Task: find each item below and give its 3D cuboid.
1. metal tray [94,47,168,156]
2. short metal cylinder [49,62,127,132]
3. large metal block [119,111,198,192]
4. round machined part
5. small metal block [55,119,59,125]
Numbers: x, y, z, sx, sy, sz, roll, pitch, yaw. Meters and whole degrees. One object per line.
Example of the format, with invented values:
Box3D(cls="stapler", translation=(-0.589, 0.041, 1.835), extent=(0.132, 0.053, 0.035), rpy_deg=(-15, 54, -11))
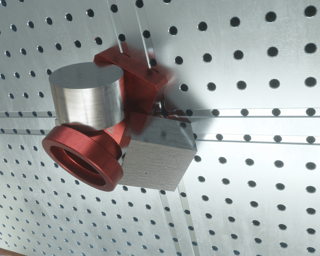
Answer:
Box3D(cls="metal tray", translation=(-0.054, -0.030, 0.417), extent=(0.090, 0.030, 0.129), rpy_deg=(30, 128, 8))
Box3D(cls="short metal cylinder", translation=(-0.080, -0.038, 0.353), extent=(0.080, 0.080, 0.050), rpy_deg=(13, 124, 21))
Box3D(cls="large metal block", translation=(-0.009, 0.032, 0.395), extent=(0.081, 0.050, 0.079), rpy_deg=(11, 129, -16))
Box3D(cls="round machined part", translation=(-0.084, 0.029, 0.365), extent=(0.098, 0.042, 0.098), rpy_deg=(24, 150, 15))
Box3D(cls="small metal block", translation=(-0.110, 0.002, 0.412), extent=(0.025, 0.050, 0.050), rpy_deg=(18, 125, 18))
